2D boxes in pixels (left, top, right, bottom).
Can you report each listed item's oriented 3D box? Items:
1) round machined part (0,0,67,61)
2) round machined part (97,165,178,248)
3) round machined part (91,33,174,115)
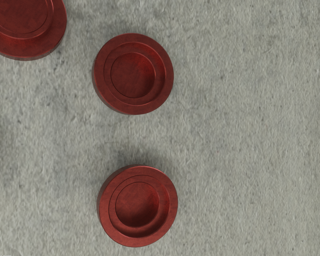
[{"bbox_3d":[-0.154,-0.127,0.343,0.099,0.042,0.097,0,90,-21],"label":"round machined part"},{"bbox_3d":[-0.030,0.094,0.390,0.099,0.042,0.097,0,90,-21],"label":"round machined part"},{"bbox_3d":[-0.036,-0.065,0.387,0.099,0.042,0.097,0,90,-21],"label":"round machined part"}]
